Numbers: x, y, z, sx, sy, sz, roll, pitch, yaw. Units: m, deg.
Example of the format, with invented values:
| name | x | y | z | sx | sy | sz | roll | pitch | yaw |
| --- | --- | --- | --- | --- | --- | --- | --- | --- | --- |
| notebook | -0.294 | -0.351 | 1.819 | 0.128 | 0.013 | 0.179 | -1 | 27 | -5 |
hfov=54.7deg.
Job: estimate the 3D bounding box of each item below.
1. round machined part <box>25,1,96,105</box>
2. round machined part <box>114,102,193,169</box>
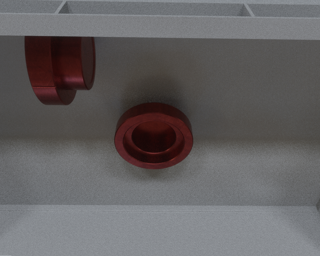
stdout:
| name | x | y | z | sx | sy | sz | roll | pitch | yaw |
| --- | --- | --- | --- | --- | --- | --- | --- | --- | --- |
| round machined part | -0.089 | -0.071 | 0.300 | 0.042 | 0.098 | 0.097 | 1 | 130 | -1 |
| round machined part | -0.008 | 0.006 | 0.403 | 0.099 | 0.042 | 0.097 | 0 | 130 | 0 |
